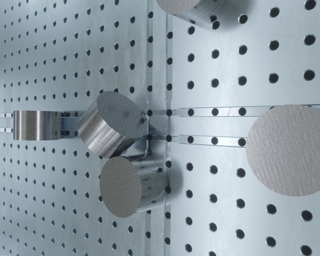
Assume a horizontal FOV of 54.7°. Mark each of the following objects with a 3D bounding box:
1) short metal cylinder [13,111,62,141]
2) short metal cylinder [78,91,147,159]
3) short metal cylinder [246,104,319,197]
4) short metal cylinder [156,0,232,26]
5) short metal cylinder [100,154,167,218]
[{"bbox_3d":[-0.217,-0.005,0.553,0.080,0.081,0.050,1,91,40],"label":"short metal cylinder"},{"bbox_3d":[-0.065,-0.004,0.427,0.050,0.081,0.080,-44,64,31],"label":"short metal cylinder"},{"bbox_3d":[0.128,0.019,0.287,0.080,0.050,0.079,0,90,40],"label":"short metal cylinder"},{"bbox_3d":[0.040,-0.166,0.360,0.080,0.050,0.079,0,90,40],"label":"short metal cylinder"},{"bbox_3d":[-0.037,0.077,0.424,0.080,0.050,0.079,0,90,40],"label":"short metal cylinder"}]
